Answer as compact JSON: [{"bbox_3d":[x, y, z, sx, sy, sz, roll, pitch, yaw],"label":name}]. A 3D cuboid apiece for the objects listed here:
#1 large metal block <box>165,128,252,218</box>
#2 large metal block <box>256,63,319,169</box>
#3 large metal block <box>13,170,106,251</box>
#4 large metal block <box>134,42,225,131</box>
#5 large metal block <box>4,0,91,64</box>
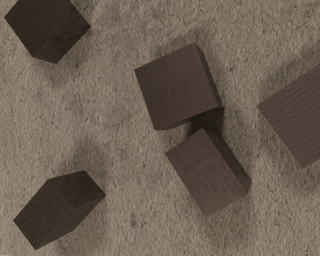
[{"bbox_3d":[0.059,0.046,0.358,0.050,0.080,0.080,-36,79,16],"label":"large metal block"},{"bbox_3d":[0.165,-0.014,0.338,0.080,0.050,0.080,-36,79,16],"label":"large metal block"},{"bbox_3d":[-0.135,0.109,0.426,0.050,0.080,0.080,46,104,14],"label":"large metal block"},{"bbox_3d":[0.025,-0.048,0.386,0.080,0.050,0.080,-21,83,18],"label":"large metal block"},{"bbox_3d":[-0.164,-0.154,0.452,0.080,0.050,0.080,-41,77,15],"label":"large metal block"}]
